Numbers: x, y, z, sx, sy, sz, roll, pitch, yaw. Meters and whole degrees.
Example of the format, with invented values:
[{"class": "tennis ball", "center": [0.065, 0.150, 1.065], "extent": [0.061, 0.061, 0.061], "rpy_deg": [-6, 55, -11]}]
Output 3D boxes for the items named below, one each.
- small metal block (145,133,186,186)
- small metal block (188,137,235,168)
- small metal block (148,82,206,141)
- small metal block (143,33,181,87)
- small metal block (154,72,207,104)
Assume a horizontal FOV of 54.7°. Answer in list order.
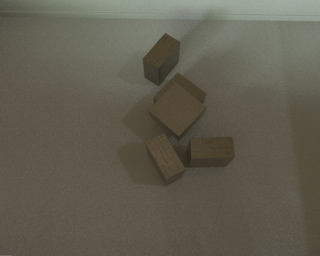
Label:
[{"class": "small metal block", "center": [0.006, 0.040, 0.382], "extent": [0.025, 0.050, 0.050], "rpy_deg": [-28, 73, -9]}, {"class": "small metal block", "center": [0.061, 0.031, 0.385], "extent": [0.050, 0.050, 0.025], "rpy_deg": [-1, 70, -1]}, {"class": "small metal block", "center": [0.022, -0.020, 0.391], "extent": [0.050, 0.025, 0.050], "rpy_deg": [41, 80, 13]}, {"class": "small metal block", "center": [0.002, -0.094, 0.430], "extent": [0.025, 0.050, 0.050], "rpy_deg": [34, 74, 11]}, {"class": "small metal block", "center": [0.027, -0.039, 0.424], "extent": [0.050, 0.025, 0.050], "rpy_deg": [39, 74, 13]}]
